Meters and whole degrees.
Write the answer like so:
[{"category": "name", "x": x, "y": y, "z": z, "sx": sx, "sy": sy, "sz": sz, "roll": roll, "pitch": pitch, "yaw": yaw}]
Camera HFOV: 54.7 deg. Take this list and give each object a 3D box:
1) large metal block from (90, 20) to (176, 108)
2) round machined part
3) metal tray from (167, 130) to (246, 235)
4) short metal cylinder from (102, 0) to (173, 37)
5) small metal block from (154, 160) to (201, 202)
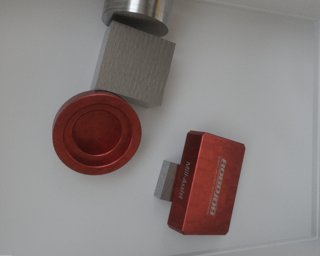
[{"category": "large metal block", "x": -0.035, "y": -0.075, "z": 0.385, "sx": 0.081, "sy": 0.050, "sz": 0.080, "roll": 15, "pitch": 85, "yaw": -20}, {"category": "round machined part", "x": -0.075, "y": 0.003, "z": 0.364, "sx": 0.099, "sy": 0.042, "sz": 0.097, "roll": -7, "pitch": 112, "yaw": -18}, {"category": "metal tray", "x": 0.066, "y": 0.076, "z": 0.419, "sx": 0.091, "sy": 0.030, "sz": 0.129, "roll": 16, "pitch": 84, "yaw": -38}, {"category": "short metal cylinder", "x": -0.026, "y": -0.147, "z": 0.372, "sx": 0.081, "sy": 0.080, "sz": 0.050, "roll": 10, "pitch": 87, "yaw": -20}, {"category": "small metal block", "x": 0.025, "y": 0.075, "z": 0.421, "sx": 0.050, "sy": 0.025, "sz": 0.050, "roll": 18, "pitch": 84, "yaw": -20}]
